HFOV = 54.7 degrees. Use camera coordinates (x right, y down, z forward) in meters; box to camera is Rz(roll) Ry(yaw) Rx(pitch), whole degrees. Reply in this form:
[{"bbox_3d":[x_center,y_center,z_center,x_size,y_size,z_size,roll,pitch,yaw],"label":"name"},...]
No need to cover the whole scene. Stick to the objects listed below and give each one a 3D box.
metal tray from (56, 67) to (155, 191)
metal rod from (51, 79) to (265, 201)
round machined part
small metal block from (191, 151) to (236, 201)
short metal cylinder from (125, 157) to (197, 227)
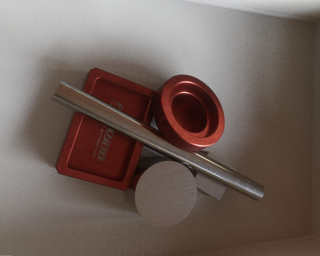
[{"bbox_3d":[-0.064,0.003,0.382,0.091,0.030,0.129,20,83,-19],"label":"metal tray"},{"bbox_3d":[0.014,0.025,0.384,0.301,0.025,0.025,28,81,-21],"label":"metal rod"},{"bbox_3d":[0.032,-0.016,0.400,0.099,0.042,0.098,15,61,-28],"label":"round machined part"},{"bbox_3d":[0.070,0.066,0.436,0.050,0.025,0.050,33,79,-17],"label":"small metal block"},{"bbox_3d":[0.000,0.079,0.396,0.081,0.050,0.079,0,90,-21],"label":"short metal cylinder"}]
